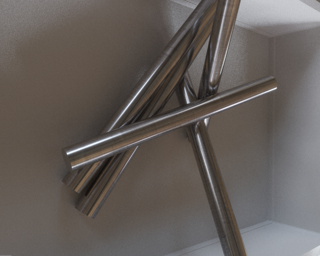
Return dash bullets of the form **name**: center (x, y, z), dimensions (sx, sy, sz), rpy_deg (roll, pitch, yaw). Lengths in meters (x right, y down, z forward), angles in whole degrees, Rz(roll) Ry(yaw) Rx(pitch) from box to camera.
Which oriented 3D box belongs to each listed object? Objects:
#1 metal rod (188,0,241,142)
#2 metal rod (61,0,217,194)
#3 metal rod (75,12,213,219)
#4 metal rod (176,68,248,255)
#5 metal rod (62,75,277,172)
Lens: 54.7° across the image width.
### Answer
- **metal rod**: center (0.072, -0.104, 0.374), dimensions (0.025, 0.025, 0.298), rpy_deg (-23, 135, -38)
- **metal rod**: center (-0.010, -0.055, 0.366), dimensions (0.025, 0.025, 0.300), rpy_deg (45, 73, -31)
- **metal rod**: center (-0.007, -0.029, 0.382), dimensions (0.025, 0.025, 0.300), rpy_deg (43, 70, -32)
- **metal rod**: center (0.059, 0.047, 0.381), dimensions (0.025, 0.025, 0.299), rpy_deg (2, 64, -40)
- **metal rod**: center (0.034, -0.016, 0.370), dimensions (0.302, 0.025, 0.025), rpy_deg (-21, 104, -29)
